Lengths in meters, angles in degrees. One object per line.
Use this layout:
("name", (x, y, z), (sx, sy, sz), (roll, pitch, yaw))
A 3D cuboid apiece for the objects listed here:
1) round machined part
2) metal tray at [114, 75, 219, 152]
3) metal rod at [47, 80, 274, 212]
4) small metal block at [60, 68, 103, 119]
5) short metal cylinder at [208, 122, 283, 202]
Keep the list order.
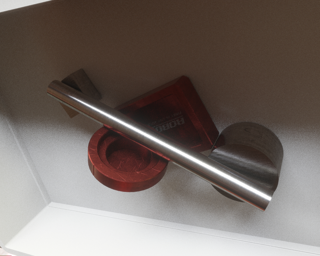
("round machined part", (-0.040, 0.039, 0.386), (0.098, 0.098, 0.042), (25, 135, 12))
("metal tray", (-0.002, -0.002, 0.401), (0.130, 0.030, 0.090), (-21, 108, 35))
("metal rod", (-0.015, 0.011, 0.367), (0.301, 0.025, 0.025), (27, 128, 19))
("small metal block", (-0.119, -0.048, 0.437), (0.050, 0.025, 0.050), (-24, 106, 36))
("short metal cylinder", (0.099, 0.040, 0.362), (0.080, 0.050, 0.079), (13, 124, 20))
